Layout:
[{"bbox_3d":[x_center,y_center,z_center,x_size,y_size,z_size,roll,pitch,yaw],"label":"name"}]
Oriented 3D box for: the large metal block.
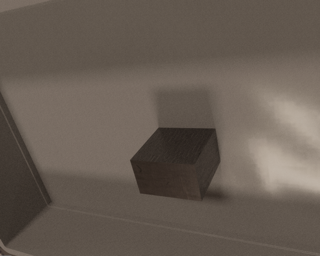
[{"bbox_3d":[0.023,0.041,0.385,0.080,0.080,0.050,1,119,27],"label":"large metal block"}]
